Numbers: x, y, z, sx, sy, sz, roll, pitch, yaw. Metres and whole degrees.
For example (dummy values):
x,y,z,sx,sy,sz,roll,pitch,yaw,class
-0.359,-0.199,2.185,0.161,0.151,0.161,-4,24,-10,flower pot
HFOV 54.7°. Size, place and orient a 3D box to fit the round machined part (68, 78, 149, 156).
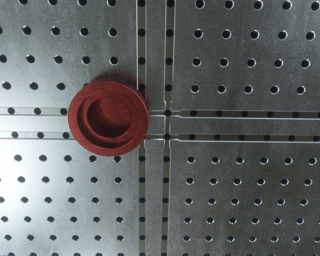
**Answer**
x,y,z,sx,sy,sz,roll,pitch,yaw,class
-0.063,-0.016,0.398,0.099,0.042,0.097,0,110,-1,round machined part
